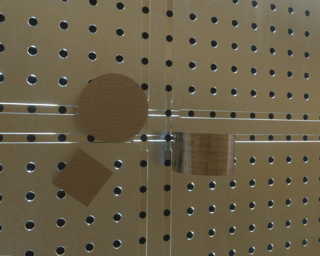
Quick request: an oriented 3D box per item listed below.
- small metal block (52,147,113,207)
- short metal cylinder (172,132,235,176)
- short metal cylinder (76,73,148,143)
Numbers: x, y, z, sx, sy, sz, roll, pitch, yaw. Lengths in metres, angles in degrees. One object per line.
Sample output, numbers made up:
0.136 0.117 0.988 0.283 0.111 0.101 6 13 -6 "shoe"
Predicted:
-0.095 0.059 0.378 0.050 0.025 0.050 40 77 -16 "small metal block"
0.056 0.032 0.404 0.081 0.080 0.050 3 89 -20 "short metal cylinder"
-0.060 -0.023 0.377 0.081 0.050 0.079 0 90 -20 "short metal cylinder"
